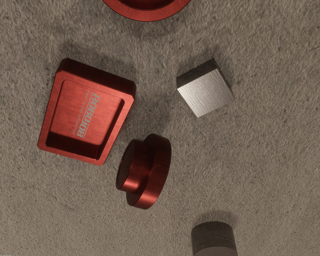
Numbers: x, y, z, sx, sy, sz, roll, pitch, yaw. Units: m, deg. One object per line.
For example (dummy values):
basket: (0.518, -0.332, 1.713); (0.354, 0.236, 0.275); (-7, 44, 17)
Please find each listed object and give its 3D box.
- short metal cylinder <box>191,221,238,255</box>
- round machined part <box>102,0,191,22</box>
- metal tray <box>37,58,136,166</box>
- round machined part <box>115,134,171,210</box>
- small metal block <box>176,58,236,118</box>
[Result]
short metal cylinder: (0.100, 0.219, 0.579); (0.081, 0.050, 0.079); (0, 130, 0)
round machined part: (-0.012, -0.148, 0.270); (0.099, 0.042, 0.097); (-1, 130, 0)
metal tray: (-0.095, -0.014, 0.390); (0.091, 0.030, 0.129); (18, 128, -16)
round machined part: (-0.026, 0.053, 0.404); (0.042, 0.098, 0.097); (21, 127, -17)
small metal block: (0.054, -0.047, 0.368); (0.050, 0.025, 0.050); (-26, 126, 20)
